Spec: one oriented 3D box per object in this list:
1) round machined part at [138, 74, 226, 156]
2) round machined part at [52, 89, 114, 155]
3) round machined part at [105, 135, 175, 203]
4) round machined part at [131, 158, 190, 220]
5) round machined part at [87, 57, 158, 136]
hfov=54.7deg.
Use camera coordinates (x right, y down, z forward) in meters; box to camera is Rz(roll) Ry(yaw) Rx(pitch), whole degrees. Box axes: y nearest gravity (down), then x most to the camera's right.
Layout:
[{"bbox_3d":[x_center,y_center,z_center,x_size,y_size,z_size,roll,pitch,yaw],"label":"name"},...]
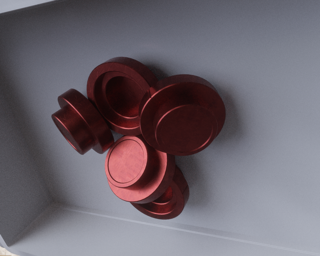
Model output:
[{"bbox_3d":[0.026,-0.007,0.348,0.099,0.042,0.097,-4,125,-6],"label":"round machined part"},{"bbox_3d":[-0.110,-0.002,0.424,0.098,0.042,0.098,41,156,23],"label":"round machined part"},{"bbox_3d":[-0.033,0.047,0.405,0.098,0.098,0.042,-6,159,31],"label":"round machined part"},{"bbox_3d":[-0.003,0.081,0.447,0.098,0.042,0.097,13,124,21],"label":"round machined part"},{"bbox_3d":[-0.039,-0.042,0.389,0.098,0.042,0.097,13,124,21],"label":"round machined part"}]
